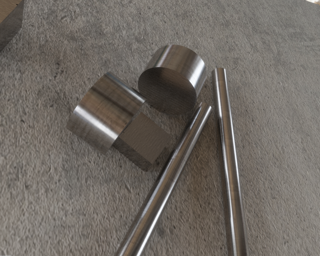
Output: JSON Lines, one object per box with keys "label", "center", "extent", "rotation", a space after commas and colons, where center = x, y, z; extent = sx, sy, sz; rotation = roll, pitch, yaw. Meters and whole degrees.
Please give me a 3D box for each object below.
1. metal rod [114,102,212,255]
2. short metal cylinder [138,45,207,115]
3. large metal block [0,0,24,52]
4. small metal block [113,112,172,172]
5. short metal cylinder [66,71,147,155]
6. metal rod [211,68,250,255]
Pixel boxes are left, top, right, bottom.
{"label": "metal rod", "center": [0.003, 0.072, 0.361], "extent": [0.025, 0.025, 0.301], "rotation": [36, 51, -5]}
{"label": "short metal cylinder", "center": [0.017, -0.064, 0.417], "extent": [0.080, 0.080, 0.050], "rotation": [32, 52, -8]}
{"label": "large metal block", "center": [-0.214, -0.128, 0.350], "extent": [0.080, 0.050, 0.080], "rotation": [26, 53, -12]}
{"label": "small metal block", "center": [-0.021, 0.017, 0.382], "extent": [0.050, 0.025, 0.050], "rotation": [40, 51, -2]}
{"label": "short metal cylinder", "center": [-0.058, -0.016, 0.347], "extent": [0.050, 0.080, 0.080], "rotation": [37, 51, -4]}
{"label": "metal rod", "center": [0.095, 0.036, 0.432], "extent": [0.025, 0.025, 0.299], "rotation": [14, 56, -20]}
